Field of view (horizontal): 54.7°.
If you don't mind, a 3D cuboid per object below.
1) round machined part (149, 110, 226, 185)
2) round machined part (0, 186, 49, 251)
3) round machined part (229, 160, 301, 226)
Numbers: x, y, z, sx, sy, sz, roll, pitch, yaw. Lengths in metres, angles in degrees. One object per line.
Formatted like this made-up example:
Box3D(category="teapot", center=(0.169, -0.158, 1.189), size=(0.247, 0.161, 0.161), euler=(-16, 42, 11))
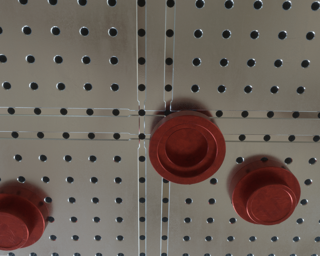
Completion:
Box3D(category="round machined part", center=(0.035, 0.023, 0.413), size=(0.099, 0.042, 0.097), euler=(0, 110, -1))
Box3D(category="round machined part", center=(-0.219, 0.138, 0.452), size=(0.099, 0.042, 0.097), euler=(0, 110, -1))
Box3D(category="round machined part", center=(0.153, 0.099, 0.443), size=(0.099, 0.042, 0.097), euler=(0, 110, -1))
